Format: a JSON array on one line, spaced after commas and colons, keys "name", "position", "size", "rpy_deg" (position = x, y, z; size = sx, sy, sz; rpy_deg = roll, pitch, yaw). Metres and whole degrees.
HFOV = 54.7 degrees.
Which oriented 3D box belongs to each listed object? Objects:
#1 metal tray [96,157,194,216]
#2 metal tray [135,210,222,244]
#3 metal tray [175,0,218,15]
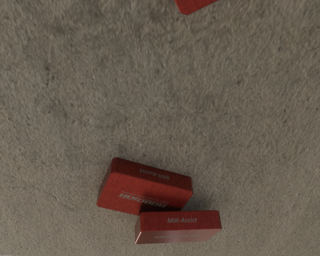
[{"name": "metal tray", "position": [-0.025, 0.101, 0.490], "size": [0.131, 0.030, 0.089], "rpy_deg": [17, 128, -15]}, {"name": "metal tray", "position": [0.027, 0.168, 0.522], "size": [0.131, 0.030, 0.089], "rpy_deg": [2, 148, -11]}, {"name": "metal tray", "position": [0.059, -0.167, 0.262], "size": [0.130, 0.030, 0.090], "rpy_deg": [-21, 127, 16]}]
